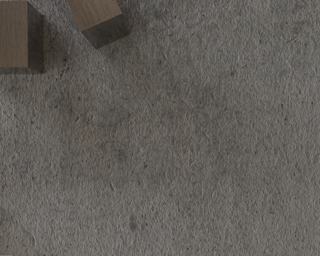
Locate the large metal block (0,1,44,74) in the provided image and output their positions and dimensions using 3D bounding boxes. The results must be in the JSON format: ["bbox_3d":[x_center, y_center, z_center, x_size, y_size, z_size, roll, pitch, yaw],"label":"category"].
[{"bbox_3d":[-0.199,-0.113,0.396,0.081,0.050,0.080,0,90,0],"label":"large metal block"}]

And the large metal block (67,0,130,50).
[{"bbox_3d":[-0.081,-0.153,0.382,0.050,0.080,0.080,-24,90,0],"label":"large metal block"}]
